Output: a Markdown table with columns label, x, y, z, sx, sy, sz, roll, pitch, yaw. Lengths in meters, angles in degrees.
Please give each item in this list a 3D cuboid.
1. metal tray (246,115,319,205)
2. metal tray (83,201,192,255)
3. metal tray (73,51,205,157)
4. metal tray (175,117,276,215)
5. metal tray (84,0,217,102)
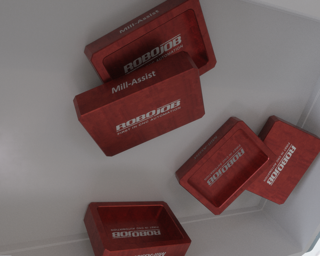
| label | x | y | z | sx | sy | sz | roll | pitch | yaw |
| --- | --- | --- | --- | --- | --- | --- | --- | --- | --- |
| metal tray | 0.196 | 0.055 | 0.519 | 0.090 | 0.030 | 0.129 | 25 | 107 | -5 |
| metal tray | -0.032 | 0.145 | 0.438 | 0.131 | 0.090 | 0.030 | 8 | 115 | -32 |
| metal tray | -0.018 | -0.023 | 0.350 | 0.131 | 0.030 | 0.090 | -23 | 146 | -2 |
| metal tray | 0.100 | 0.058 | 0.474 | 0.090 | 0.030 | 0.130 | 43 | 94 | -16 |
| metal tray | -0.006 | -0.080 | 0.352 | 0.131 | 0.030 | 0.090 | -32 | 129 | -7 |
